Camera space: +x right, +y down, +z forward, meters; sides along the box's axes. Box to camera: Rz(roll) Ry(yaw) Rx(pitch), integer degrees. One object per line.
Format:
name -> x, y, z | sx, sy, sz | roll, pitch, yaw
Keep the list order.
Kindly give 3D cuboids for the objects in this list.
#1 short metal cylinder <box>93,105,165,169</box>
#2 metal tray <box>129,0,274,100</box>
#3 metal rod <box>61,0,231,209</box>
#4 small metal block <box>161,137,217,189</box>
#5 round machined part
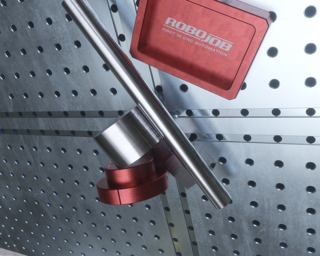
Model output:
short metal cylinder -> -0.039, 0.008, 0.399 | 0.080, 0.080, 0.050 | -31, 101, 37
metal tray -> 0.038, -0.096, 0.327 | 0.130, 0.030, 0.089 | 26, 127, 11
metal rod -> -0.008, -0.023, 0.365 | 0.025, 0.025, 0.299 | -28, 104, 37
small metal block -> 0.039, 0.048, 0.419 | 0.050, 0.025, 0.050 | 44, 129, -3
round machined part -> -0.039, 0.067, 0.428 | 0.098, 0.099, 0.042 | -6, 98, 31
